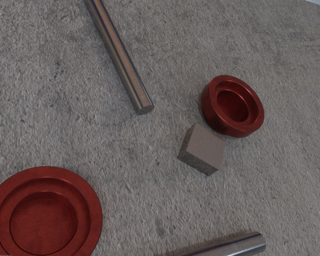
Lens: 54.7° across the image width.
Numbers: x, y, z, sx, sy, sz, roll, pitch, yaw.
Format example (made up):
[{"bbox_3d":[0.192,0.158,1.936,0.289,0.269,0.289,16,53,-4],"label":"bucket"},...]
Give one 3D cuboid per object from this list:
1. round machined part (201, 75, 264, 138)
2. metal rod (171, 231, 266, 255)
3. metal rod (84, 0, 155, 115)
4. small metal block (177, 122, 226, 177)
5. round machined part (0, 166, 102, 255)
[{"bbox_3d":[0.104,-0.028,0.466,0.099,0.042,0.098,14,56,-21],"label":"round machined part"},{"bbox_3d":[-0.010,0.147,0.308,0.303,0.025,0.025,-3,63,-30],"label":"metal rod"},{"bbox_3d":[-0.081,-0.152,0.452,0.025,0.025,0.299,-14,69,-34],"label":"metal rod"},{"bbox_3d":[0.057,0.029,0.417,0.050,0.025,0.050,30,52,-9],"label":"small metal block"},{"bbox_3d":[-0.106,0.088,0.282,0.099,0.042,0.098,14,56,-21],"label":"round machined part"}]
